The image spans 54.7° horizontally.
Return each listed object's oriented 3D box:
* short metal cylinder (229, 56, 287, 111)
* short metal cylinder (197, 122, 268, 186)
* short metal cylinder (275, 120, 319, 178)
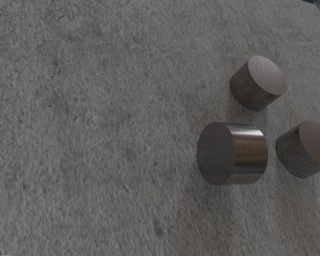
[{"bbox_3d":[0.167,-0.075,0.526,0.081,0.050,0.080,14,56,-21],"label":"short metal cylinder"},{"bbox_3d":[0.091,0.033,0.399,0.050,0.080,0.080,4,60,-27],"label":"short metal cylinder"},{"bbox_3d":[0.235,0.035,0.496,0.081,0.050,0.080,14,56,-21],"label":"short metal cylinder"}]
